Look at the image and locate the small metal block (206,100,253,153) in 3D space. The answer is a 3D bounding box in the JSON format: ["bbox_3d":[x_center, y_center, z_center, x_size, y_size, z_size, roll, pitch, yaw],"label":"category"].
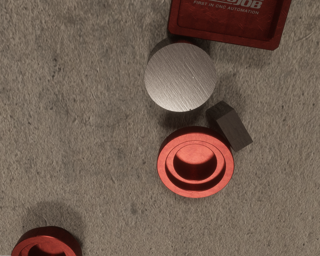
[{"bbox_3d":[0.088,-0.003,0.395,0.025,0.050,0.050,-33,107,5],"label":"small metal block"}]

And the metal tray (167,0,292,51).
[{"bbox_3d":[0.079,-0.145,0.354,0.131,0.030,0.089,8,110,-4],"label":"metal tray"}]

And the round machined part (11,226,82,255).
[{"bbox_3d":[-0.167,0.189,0.468,0.099,0.042,0.097,0,110,-1],"label":"round machined part"}]

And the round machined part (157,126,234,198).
[{"bbox_3d":[0.046,0.041,0.413,0.099,0.042,0.097,2,114,4],"label":"round machined part"}]

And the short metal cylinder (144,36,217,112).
[{"bbox_3d":[0.023,-0.066,0.369,0.081,0.050,0.079,0,116,1],"label":"short metal cylinder"}]
